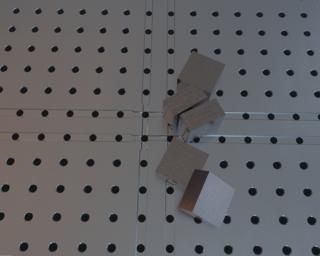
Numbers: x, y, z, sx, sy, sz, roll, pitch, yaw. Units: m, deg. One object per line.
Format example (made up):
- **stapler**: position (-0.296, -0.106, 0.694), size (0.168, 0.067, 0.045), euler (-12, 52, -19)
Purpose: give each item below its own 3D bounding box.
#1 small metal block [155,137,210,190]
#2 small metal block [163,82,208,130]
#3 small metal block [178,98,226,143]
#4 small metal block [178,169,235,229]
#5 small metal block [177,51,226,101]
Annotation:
- **small metal block**: position (0.028, 0.047, 0.395), size (0.050, 0.025, 0.050), euler (26, 72, 9)
- **small metal block**: position (0.032, -0.028, 0.409), size (0.050, 0.050, 0.025), euler (-30, 73, -10)
- **small metal block**: position (0.053, -0.008, 0.402), size (0.050, 0.050, 0.025), euler (-26, 72, -9)
- **small metal block**: position (0.056, 0.084, 0.368), size (0.050, 0.025, 0.050), euler (37, 69, -29)
- **small metal block**: position (0.058, -0.074, 0.439), size (0.050, 0.025, 0.050), euler (25, 72, 9)
